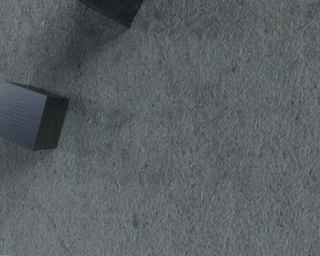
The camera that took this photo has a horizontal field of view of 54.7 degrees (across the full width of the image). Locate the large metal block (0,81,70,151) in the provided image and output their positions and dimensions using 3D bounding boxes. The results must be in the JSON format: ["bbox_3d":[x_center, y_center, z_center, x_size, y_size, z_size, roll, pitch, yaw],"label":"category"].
[{"bbox_3d":[-0.193,-0.018,0.464,0.080,0.050,0.080,19,96,19],"label":"large metal block"}]

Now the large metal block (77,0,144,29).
[{"bbox_3d":[-0.078,-0.182,0.407,0.080,0.080,0.050,32,101,17],"label":"large metal block"}]
